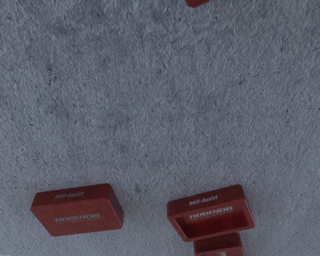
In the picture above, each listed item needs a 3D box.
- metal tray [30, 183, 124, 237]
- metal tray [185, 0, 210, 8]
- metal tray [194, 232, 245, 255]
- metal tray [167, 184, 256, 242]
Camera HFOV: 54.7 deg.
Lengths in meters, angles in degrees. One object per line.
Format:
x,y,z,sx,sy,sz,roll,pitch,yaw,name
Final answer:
-0.136,0.140,0.522,0.131,0.030,0.090,-9,130,7,metal tray
0.039,-0.179,0.252,0.090,0.030,0.130,-21,127,17,metal tray
0.128,0.265,0.630,0.090,0.030,0.130,-14,129,11,metal tray
0.088,0.149,0.531,0.130,0.030,0.090,-18,128,14,metal tray
